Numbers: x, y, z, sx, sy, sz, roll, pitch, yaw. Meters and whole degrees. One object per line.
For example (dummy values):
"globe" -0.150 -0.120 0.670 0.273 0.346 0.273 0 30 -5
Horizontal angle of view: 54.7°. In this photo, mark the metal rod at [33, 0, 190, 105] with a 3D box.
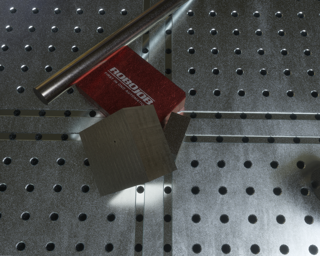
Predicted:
"metal rod" -0.043 -0.131 0.428 0.025 0.025 0.301 39 63 13

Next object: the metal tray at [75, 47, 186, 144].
"metal tray" -0.041 -0.050 0.427 0.130 0.030 0.090 41 75 13

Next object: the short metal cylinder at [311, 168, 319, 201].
"short metal cylinder" 0.227 0.070 0.360 0.050 0.080 0.080 -30 73 -10

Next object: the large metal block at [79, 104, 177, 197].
"large metal block" -0.038 0.026 0.358 0.050 0.080 0.080 -13 81 -52

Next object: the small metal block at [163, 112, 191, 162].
"small metal block" 0.017 0.014 0.394 0.025 0.050 0.050 20 71 7
